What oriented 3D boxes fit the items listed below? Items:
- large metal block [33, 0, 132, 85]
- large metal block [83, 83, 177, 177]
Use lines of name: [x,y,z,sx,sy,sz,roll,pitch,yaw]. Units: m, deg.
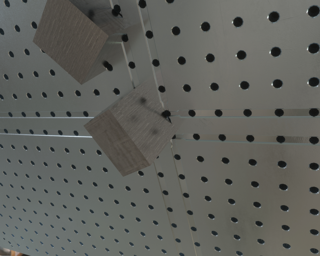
large metal block: [-0.095,-0.114,0.375,0.080,0.050,0.080,42,129,-1]
large metal block: [-0.034,0.001,0.395,0.050,0.080,0.080,-27,104,37]
